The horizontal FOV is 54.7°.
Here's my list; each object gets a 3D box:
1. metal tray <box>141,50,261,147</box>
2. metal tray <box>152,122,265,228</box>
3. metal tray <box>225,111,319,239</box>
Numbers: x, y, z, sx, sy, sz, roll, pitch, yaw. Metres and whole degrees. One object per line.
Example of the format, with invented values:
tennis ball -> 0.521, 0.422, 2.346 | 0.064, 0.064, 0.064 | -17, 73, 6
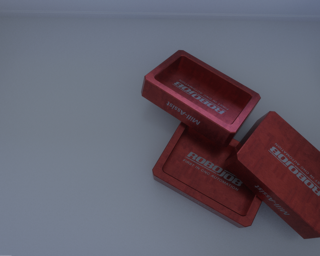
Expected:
metal tray -> 0.053, -0.043, 0.402 | 0.130, 0.030, 0.090 | 34, 51, 14
metal tray -> 0.067, 0.053, 0.388 | 0.130, 0.030, 0.090 | 28, 72, 9
metal tray -> 0.153, 0.053, 0.367 | 0.130, 0.030, 0.090 | 43, 61, 4
